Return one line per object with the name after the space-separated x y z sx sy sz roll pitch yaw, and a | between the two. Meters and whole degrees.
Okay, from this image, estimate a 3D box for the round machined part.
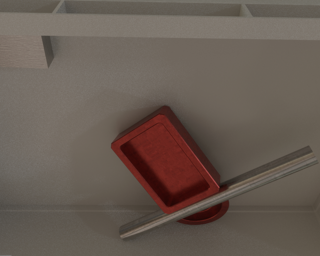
0.057 0.109 0.491 0.099 0.042 0.097 -1 130 0 | round machined part

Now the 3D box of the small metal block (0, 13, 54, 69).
-0.145 -0.092 0.328 0.050 0.025 0.050 2 130 -2 | small metal block

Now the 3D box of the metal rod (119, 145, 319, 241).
0.069 0.100 0.439 0.300 0.025 0.025 -28 125 19 | metal rod

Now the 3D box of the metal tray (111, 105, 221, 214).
0.009 0.046 0.416 0.090 0.030 0.130 -32 104 23 | metal tray
